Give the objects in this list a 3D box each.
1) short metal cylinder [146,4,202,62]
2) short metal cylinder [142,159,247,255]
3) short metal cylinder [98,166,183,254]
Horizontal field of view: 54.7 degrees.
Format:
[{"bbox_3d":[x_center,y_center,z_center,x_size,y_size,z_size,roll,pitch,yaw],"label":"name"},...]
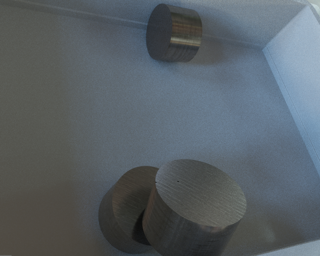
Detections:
[{"bbox_3d":[0.019,-0.141,0.467,0.050,0.080,0.080,-1,63,-29],"label":"short metal cylinder"},{"bbox_3d":[0.029,0.072,0.276,0.081,0.050,0.080,12,30,-7],"label":"short metal cylinder"},{"bbox_3d":[-0.019,0.087,0.326,0.081,0.050,0.080,14,56,-21],"label":"short metal cylinder"}]
